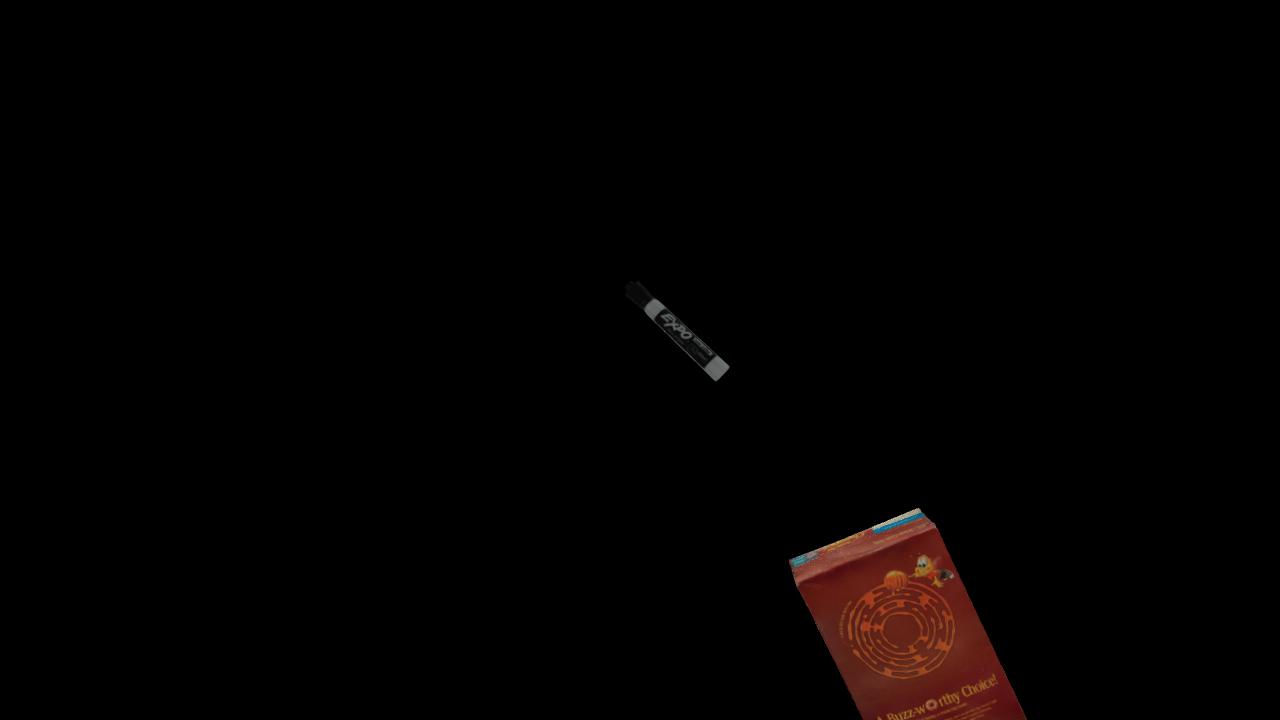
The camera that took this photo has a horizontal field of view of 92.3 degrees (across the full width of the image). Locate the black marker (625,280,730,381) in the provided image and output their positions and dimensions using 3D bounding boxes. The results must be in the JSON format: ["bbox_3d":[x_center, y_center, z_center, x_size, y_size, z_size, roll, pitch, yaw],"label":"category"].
[{"bbox_3d":[0.031,-0.029,0.558,0.121,0.020,0.020,44,9,10],"label":"black marker"}]

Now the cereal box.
[{"bbox_3d":[0.368,0.386,0.861,0.203,0.306,0.081,-26,3,8],"label":"cereal box"}]
